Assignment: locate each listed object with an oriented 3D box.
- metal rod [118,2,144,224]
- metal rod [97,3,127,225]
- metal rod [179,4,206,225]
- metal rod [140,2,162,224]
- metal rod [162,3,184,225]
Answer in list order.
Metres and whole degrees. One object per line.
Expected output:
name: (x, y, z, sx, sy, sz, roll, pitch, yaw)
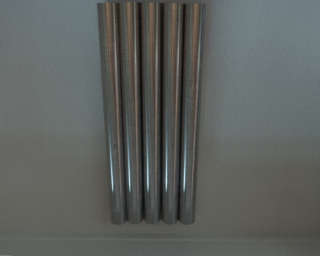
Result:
metal rod: (-0.036, -0.005, 0.408, 0.025, 0.025, 0.298, 0, 110, 0)
metal rod: (-0.060, -0.004, 0.408, 0.025, 0.025, 0.298, 0, 110, 0)
metal rod: (0.040, -0.004, 0.409, 0.025, 0.025, 0.298, 0, 110, 0)
metal rod: (-0.011, -0.005, 0.408, 0.025, 0.025, 0.298, 0, 110, 0)
metal rod: (0.015, -0.004, 0.408, 0.025, 0.025, 0.298, 0, 110, 0)
